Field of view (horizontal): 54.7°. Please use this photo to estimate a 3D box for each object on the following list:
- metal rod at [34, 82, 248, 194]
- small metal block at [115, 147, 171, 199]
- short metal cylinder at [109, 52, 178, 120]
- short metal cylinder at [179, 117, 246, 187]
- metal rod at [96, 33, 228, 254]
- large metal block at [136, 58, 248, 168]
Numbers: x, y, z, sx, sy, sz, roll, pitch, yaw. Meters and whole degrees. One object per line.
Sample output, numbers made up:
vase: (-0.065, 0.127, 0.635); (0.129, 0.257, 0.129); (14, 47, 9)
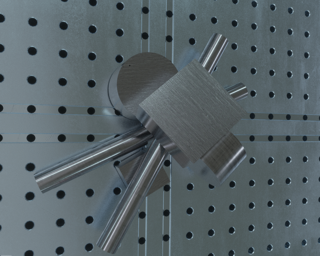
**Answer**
metal rod: (-0.010, 0.005, 0.405); (0.302, 0.025, 0.025); (-25, 99, -19)
small metal block: (-0.023, 0.059, 0.401); (0.050, 0.025, 0.050); (-30, 100, -18)
short metal cylinder: (-0.020, -0.050, 0.388); (0.081, 0.050, 0.079); (0, 90, -20)
short metal cylinder: (0.064, 0.031, 0.404); (0.050, 0.080, 0.080); (-45, 104, -13)
metal rod: (0.008, 0.011, 0.386); (0.025, 0.025, 0.300); (32, 79, -17)
large metal block: (0.032, -0.014, 0.340); (0.080, 0.050, 0.080); (-41, 86, -15)
